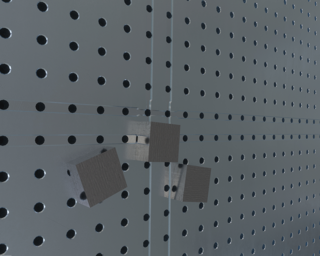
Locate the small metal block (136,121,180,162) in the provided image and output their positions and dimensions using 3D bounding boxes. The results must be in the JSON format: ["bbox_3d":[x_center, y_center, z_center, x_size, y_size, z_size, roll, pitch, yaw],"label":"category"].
[{"bbox_3d":[-0.002,0.019,0.407,0.050,0.025,0.050,6,86,-40],"label":"small metal block"}]

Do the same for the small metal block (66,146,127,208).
[{"bbox_3d":[-0.070,0.053,0.349,0.050,0.025,0.050,-25,106,-37],"label":"small metal block"}]

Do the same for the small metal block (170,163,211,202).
[{"bbox_3d":[0.045,0.079,0.446,0.050,0.025,0.050,13,82,-39],"label":"small metal block"}]
